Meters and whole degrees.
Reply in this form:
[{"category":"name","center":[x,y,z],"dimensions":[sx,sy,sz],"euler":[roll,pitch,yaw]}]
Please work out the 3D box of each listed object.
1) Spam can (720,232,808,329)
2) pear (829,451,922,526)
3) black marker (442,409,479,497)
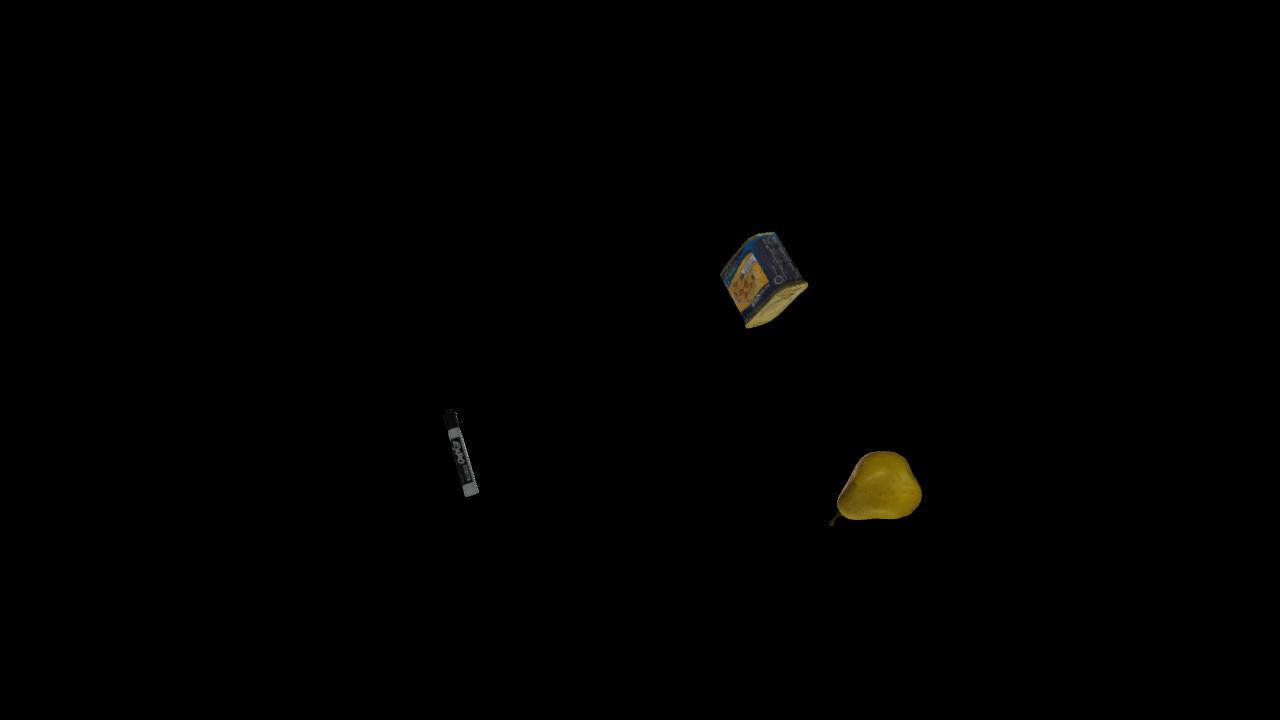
[{"category":"Spam can","center":[0.159,-0.104,0.807],"dimensions":[0.058,0.085,0.101],"euler":[-16,-20,-29]},{"category":"pear","center":[0.267,0.155,0.722],"dimensions":[0.111,0.080,0.080],"euler":[-26,-7,15]},{"category":"black marker","center":[-0.243,0.124,0.829],"dimensions":[0.020,0.121,0.020],"euler":[-19,-13,-5]}]
